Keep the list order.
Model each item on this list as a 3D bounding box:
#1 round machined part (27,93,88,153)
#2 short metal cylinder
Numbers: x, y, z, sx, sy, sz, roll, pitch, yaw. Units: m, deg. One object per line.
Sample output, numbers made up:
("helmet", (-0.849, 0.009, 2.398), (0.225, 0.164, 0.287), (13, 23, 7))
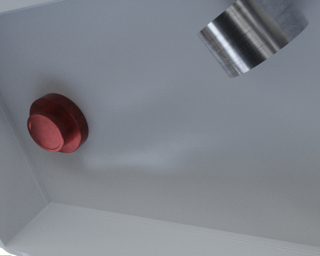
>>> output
("round machined part", (-0.165, -0.001, 0.481), (0.098, 0.042, 0.097), (13, 124, 20))
("short metal cylinder", (0.080, -0.089, 0.275), (0.080, 0.080, 0.050), (-32, 101, 38))
